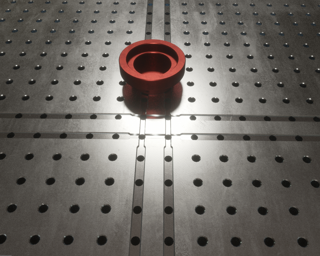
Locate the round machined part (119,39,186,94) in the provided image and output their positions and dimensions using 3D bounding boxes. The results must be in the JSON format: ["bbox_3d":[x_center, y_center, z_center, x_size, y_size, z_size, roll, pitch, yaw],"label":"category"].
[{"bbox_3d":[-0.011,-0.089,0.471,0.099,0.042,0.098,0,50,0],"label":"round machined part"}]
